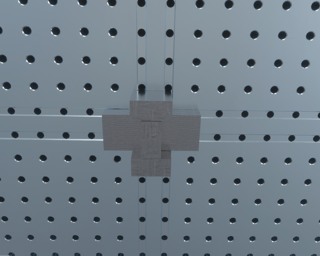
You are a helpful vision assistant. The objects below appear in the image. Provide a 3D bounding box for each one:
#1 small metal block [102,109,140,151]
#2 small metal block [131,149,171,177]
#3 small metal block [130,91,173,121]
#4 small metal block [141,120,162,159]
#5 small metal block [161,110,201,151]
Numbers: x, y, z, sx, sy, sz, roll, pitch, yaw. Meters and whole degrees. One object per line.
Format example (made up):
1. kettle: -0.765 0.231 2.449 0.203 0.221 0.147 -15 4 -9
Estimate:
1. small metal block: -0.049 0.002 0.413 0.050 0.025 0.050 0 110 -1
2. small metal block: -0.011 0.042 0.415 0.050 0.050 0.025 1 110 -1
3. small metal block: -0.011 -0.029 0.389 0.050 0.050 0.025 1 110 -1
4. small metal block: -0.011 0.007 0.402 0.025 0.050 0.050 1 110 -1
5. small metal block: 0.027 0.003 0.414 0.050 0.025 0.050 1 110 -1
